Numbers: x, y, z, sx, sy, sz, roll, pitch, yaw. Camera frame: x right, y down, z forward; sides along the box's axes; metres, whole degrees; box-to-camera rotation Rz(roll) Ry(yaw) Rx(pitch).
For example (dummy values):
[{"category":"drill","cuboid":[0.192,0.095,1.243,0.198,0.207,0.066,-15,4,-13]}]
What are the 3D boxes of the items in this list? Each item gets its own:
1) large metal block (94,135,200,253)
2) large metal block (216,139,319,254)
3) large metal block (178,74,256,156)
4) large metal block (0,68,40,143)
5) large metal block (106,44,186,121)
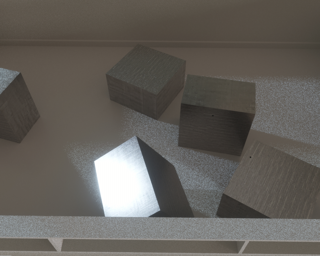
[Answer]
[{"category":"large metal block","cuboid":[-0.013,0.067,0.303,0.050,0.080,0.080,-32,50,13]},{"category":"large metal block","cuboid":[0.117,0.070,0.331,0.080,0.050,0.080,26,55,20]},{"category":"large metal block","cuboid":[0.068,-0.014,0.382,0.080,0.080,0.050,9,51,7]},{"category":"large metal block","cuboid":[-0.214,-0.032,0.395,0.080,0.080,0.050,13,51,10]},{"category":"large metal block","cuboid":[-0.018,-0.068,0.446,0.080,0.050,0.080,24,54,19]}]
